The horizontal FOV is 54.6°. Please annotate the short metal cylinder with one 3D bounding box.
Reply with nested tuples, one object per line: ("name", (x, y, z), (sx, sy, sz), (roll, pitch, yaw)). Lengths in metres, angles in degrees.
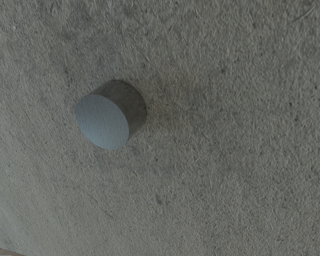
("short metal cylinder", (-0.064, -0.018, 0.414), (0.080, 0.050, 0.080), (13, 124, 21))
